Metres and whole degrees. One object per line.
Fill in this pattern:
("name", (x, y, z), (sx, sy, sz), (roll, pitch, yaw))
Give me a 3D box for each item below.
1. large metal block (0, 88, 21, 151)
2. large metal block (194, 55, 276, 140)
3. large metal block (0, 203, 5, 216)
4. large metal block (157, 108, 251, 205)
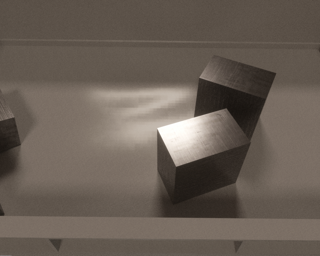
("large metal block", (-0.231, -0.009, 0.384), (0.081, 0.050, 0.080), (-20, 53, -30))
("large metal block", (0.094, -0.038, 0.402), (0.080, 0.080, 0.050), (21, 53, 16))
("large metal block", (-0.214, 0.055, 0.320), (0.050, 0.080, 0.080), (-29, 56, -22))
("large metal block", (0.044, 0.033, 0.343), (0.081, 0.080, 0.050), (-16, 52, -14))
